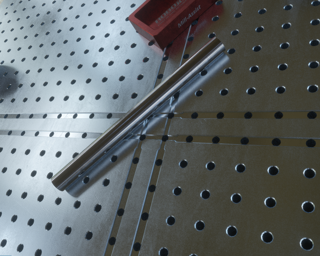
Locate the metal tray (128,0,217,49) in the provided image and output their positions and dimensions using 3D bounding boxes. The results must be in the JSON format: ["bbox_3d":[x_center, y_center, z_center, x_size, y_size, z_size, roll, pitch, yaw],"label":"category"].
[{"bbox_3d":[0.021,-0.201,0.515,0.130,0.030,0.090,-43,51,-2],"label":"metal tray"}]

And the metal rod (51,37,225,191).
[{"bbox_3d":[-0.030,-0.020,0.434,0.300,0.025,0.025,-41,51,-1],"label":"metal rod"}]
